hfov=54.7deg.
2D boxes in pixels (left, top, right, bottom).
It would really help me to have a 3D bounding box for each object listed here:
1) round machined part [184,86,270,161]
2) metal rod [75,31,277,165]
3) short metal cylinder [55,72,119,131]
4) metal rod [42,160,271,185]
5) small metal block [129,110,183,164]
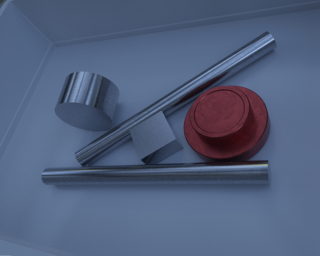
[{"bbox_3d":[0.073,-0.010,0.358,0.098,0.042,0.098,-13,56,20],"label":"round machined part"},{"bbox_3d":[0.016,-0.035,0.416,0.300,0.025,0.025,-32,52,7],"label":"metal rod"},{"bbox_3d":[-0.103,-0.036,0.443,0.080,0.080,0.050,-5,60,25],"label":"short metal cylinder"},{"bbox_3d":[-0.024,0.057,0.380,0.301,0.025,0.025,-5,60,25],"label":"metal rod"},{"bbox_3d":[-0.006,0.014,0.396,0.050,0.025,0.050,-31,52,8],"label":"small metal block"}]
